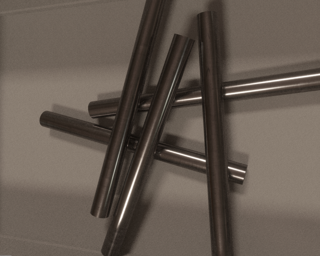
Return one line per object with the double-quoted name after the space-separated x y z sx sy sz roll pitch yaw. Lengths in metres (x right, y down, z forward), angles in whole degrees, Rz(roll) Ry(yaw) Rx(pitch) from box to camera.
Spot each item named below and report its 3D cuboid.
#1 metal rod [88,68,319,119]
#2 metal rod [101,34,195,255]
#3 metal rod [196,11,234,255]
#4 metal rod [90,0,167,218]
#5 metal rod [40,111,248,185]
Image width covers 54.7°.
0.046 -0.041 0.393 0.301 0.025 0.025 -6 88 19 "metal rod"
-0.020 0.033 0.389 0.025 0.025 0.298 24 104 18 "metal rod"
0.064 0.017 0.359 0.025 0.025 0.298 -4 89 19 "metal rod"
-0.040 -0.029 0.395 0.025 0.025 0.298 17 96 19 "metal rod"
-0.035 0.021 0.421 0.301 0.025 0.025 14 95 19 "metal rod"
